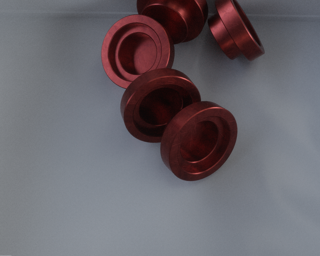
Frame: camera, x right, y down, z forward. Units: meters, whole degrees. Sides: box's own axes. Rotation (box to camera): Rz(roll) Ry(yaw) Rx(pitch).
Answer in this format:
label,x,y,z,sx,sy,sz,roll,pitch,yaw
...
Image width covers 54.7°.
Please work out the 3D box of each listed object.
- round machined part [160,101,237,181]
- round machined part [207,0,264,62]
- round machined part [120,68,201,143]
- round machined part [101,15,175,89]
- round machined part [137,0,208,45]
label,x,y,z,sx,sy,sz,roll,pitch,yaw
round machined part,0.043,0.012,0.377,0.098,0.098,0.042,-35,39,-12
round machined part,0.103,-0.135,0.432,0.042,0.099,0.098,-30,69,27
round machined part,-0.002,-0.032,0.390,0.099,0.097,0.042,-19,42,-7
round machined part,-0.027,-0.099,0.422,0.098,0.042,0.097,1,93,20
round machined part,0.013,-0.154,0.425,0.098,0.098,0.042,20,63,7
